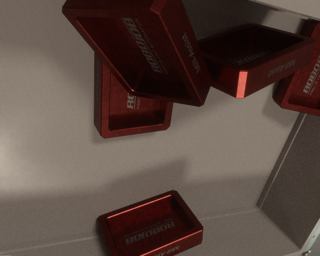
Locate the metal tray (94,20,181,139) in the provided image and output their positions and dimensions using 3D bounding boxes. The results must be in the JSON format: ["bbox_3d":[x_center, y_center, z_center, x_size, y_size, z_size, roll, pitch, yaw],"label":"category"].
[{"bbox_3d":[-0.027,-0.055,0.357,0.091,0.030,0.129,-8,122,-25],"label":"metal tray"}]

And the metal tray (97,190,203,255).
[{"bbox_3d":[-0.015,0.148,0.451,0.131,0.090,0.030,-15,125,-20],"label":"metal tray"}]

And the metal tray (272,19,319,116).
[{"bbox_3d":[0.239,-0.086,0.465,0.091,0.030,0.129,11,115,-10],"label":"metal tray"}]

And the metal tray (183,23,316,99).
[{"bbox_3d":[0.099,-0.082,0.352,0.131,0.090,0.030,-26,132,-30],"label":"metal tray"}]

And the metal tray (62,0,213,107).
[{"bbox_3d":[-0.012,-0.070,0.278,0.030,0.090,0.130,-68,150,-18],"label":"metal tray"}]
